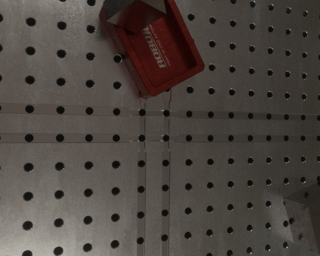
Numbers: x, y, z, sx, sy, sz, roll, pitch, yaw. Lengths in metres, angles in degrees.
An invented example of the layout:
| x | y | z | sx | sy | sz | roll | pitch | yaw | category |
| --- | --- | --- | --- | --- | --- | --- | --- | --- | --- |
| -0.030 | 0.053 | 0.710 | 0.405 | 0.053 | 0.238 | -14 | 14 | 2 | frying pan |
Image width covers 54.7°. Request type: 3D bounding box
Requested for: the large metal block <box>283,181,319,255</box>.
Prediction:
| x | y | z | sx | sy | sz | roll | pitch | yaw | category |
| --- | --- | --- | --- | --- | --- | --- | --- | --- | --- |
| 0.255 | 0.141 | 0.496 | 0.081 | 0.050 | 0.080 | -17 | 96 | -20 | large metal block |

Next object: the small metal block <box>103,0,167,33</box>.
| x | y | z | sx | sy | sz | roll | pitch | yaw | category |
| --- | --- | --- | --- | --- | --- | --- | --- | --- | --- |
| -0.029 | -0.141 | 0.363 | 0.050 | 0.050 | 0.025 | 4 | 71 | -51 | small metal block |

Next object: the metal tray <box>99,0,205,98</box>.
| x | y | z | sx | sy | sz | roll | pitch | yaw | category |
| --- | --- | --- | --- | --- | --- | --- | --- | --- | --- |
| -0.008 | -0.115 | 0.407 | 0.091 | 0.030 | 0.129 | -30 | 100 | -18 | metal tray |
